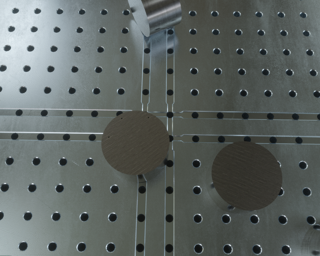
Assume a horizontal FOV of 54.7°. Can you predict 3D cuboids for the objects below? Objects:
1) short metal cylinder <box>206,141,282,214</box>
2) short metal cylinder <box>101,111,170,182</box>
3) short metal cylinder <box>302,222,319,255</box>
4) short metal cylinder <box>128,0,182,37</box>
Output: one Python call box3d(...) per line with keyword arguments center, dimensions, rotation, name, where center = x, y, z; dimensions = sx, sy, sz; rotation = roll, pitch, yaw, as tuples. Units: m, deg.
box3d(center=(0.099, 0.062, 0.376), dimensions=(0.081, 0.050, 0.080), rotation=(0, 70, 0), name="short metal cylinder")
box3d(center=(-0.029, 0.024, 0.389), dimensions=(0.081, 0.050, 0.080), rotation=(0, 70, 0), name="short metal cylinder")
box3d(center=(0.210, 0.144, 0.347), dimensions=(0.081, 0.050, 0.080), rotation=(0, 70, 0), name="short metal cylinder")
box3d(center=(-0.010, -0.180, 0.448), dimensions=(0.050, 0.080, 0.080), rotation=(-25, 72, -9), name="short metal cylinder")
